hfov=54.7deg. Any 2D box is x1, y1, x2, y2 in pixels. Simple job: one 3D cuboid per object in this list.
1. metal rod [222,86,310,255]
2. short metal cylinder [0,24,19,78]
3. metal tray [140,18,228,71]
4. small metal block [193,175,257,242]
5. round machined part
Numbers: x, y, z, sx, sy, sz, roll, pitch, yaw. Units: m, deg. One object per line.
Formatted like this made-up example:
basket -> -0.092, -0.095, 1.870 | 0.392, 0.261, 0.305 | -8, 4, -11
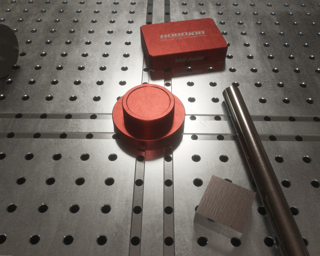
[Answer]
metal rod -> 0.123, 0.062, 0.357 | 0.025, 0.025, 0.300 | -5, 50, -5
short metal cylinder -> -0.263, -0.120, 0.470 | 0.050, 0.080, 0.080 | 13, 51, 10
metal tray -> 0.038, -0.144, 0.526 | 0.131, 0.030, 0.090 | -9, 51, -8
small metal block -> 0.070, 0.086, 0.336 | 0.050, 0.025, 0.050 | 21, 53, 16
round machined part -> -0.015, -0.022, 0.415 | 0.099, 0.042, 0.098 | 0, 50, 0
